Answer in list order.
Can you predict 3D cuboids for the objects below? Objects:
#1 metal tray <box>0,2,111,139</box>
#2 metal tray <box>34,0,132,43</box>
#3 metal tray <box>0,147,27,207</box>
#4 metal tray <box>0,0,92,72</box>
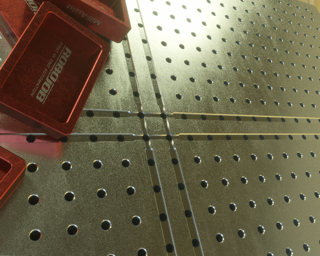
[{"bbox_3d":[-0.120,-0.064,0.348,0.090,0.030,0.130,32,62,-27],"label":"metal tray"},{"bbox_3d":[-0.106,-0.180,0.427,0.131,0.030,0.090,20,42,-36],"label":"metal tray"},{"bbox_3d":[-0.192,0.062,0.263,0.090,0.030,0.130,32,51,-8],"label":"metal tray"},{"bbox_3d":[-0.154,-0.134,0.404,0.091,0.030,0.130,-29,78,-38],"label":"metal tray"}]
